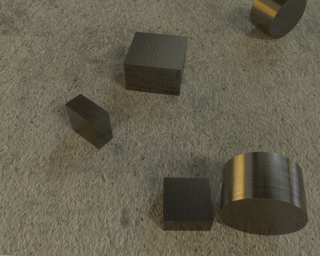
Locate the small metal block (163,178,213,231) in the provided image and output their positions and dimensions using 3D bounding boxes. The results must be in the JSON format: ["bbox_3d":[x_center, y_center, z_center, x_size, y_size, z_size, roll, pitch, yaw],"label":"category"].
[{"bbox_3d":[0.029,0.082,0.335,0.050,0.025,0.050,1,50,0],"label":"small metal block"}]

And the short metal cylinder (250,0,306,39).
[{"bbox_3d":[0.206,-0.205,0.543,0.081,0.080,0.050,-26,55,-20],"label":"short metal cylinder"}]

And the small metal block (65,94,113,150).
[{"bbox_3d":[-0.089,-0.008,0.392,0.050,0.050,0.025,33,57,24],"label":"small metal block"}]

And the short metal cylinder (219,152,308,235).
[{"bbox_3d":[0.102,0.068,0.312,0.080,0.080,0.050,8,51,6],"label":"short metal cylinder"}]

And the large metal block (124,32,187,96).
[{"bbox_3d":[-0.004,-0.098,0.470,0.080,0.050,0.080,7,50,5],"label":"large metal block"}]
